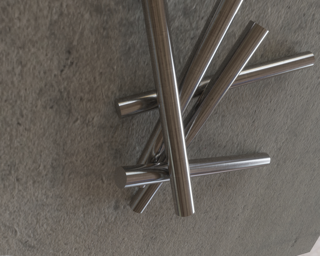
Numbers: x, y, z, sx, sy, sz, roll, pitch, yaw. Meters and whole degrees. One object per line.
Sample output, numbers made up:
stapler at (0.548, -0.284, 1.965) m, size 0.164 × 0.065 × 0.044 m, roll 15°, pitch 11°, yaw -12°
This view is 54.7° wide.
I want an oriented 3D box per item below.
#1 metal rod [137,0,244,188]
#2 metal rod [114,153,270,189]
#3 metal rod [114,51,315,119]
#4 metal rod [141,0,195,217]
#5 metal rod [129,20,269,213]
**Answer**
metal rod at (0.032, -0.051, 0.357) m, size 0.025 × 0.025 × 0.298 m, roll 11°, pitch 118°, yaw -33°
metal rod at (0.069, 0.055, 0.445) m, size 0.302 × 0.025 × 0.025 m, roll 0°, pitch 119°, yaw -41°
metal rod at (0.087, -0.063, 0.417) m, size 0.302 × 0.025 × 0.025 m, roll -17°, pitch 125°, yaw -19°
metal rod at (0.009, -0.037, 0.339) m, size 0.025 × 0.025 × 0.298 m, roll -16°, pitch 109°, yaw -20°
metal rod at (0.039, 0.001, 0.405) m, size 0.025 × 0.025 × 0.298 m, roll 15°, pitch 118°, yaw -35°
